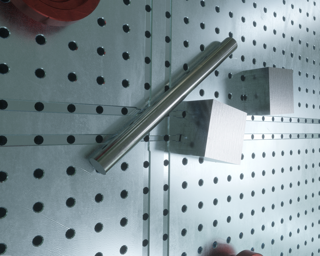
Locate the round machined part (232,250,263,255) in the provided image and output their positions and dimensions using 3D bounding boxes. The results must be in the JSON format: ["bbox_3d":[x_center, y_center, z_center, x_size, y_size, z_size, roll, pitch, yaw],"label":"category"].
[{"bbox_3d":[0.136,0.252,0.513,0.099,0.042,0.097,0,90,-40],"label":"round machined part"}]

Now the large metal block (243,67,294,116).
[{"bbox_3d":[0.196,-0.064,0.557,0.081,0.050,0.079,-5,93,-40],"label":"large metal block"}]

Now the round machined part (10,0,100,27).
[{"bbox_3d":[-0.110,-0.150,0.306,0.099,0.042,0.097,0,90,-40],"label":"round machined part"}]

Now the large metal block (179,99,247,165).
[{"bbox_3d":[0.080,0.008,0.460,0.081,0.050,0.080,16,80,-39],"label":"large metal block"}]

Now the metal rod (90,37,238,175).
[{"bbox_3d":[0.022,-0.046,0.427,0.301,0.025,0.025,-44,117,-31],"label":"metal rod"}]
